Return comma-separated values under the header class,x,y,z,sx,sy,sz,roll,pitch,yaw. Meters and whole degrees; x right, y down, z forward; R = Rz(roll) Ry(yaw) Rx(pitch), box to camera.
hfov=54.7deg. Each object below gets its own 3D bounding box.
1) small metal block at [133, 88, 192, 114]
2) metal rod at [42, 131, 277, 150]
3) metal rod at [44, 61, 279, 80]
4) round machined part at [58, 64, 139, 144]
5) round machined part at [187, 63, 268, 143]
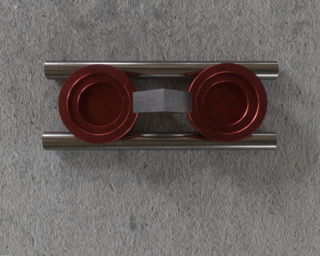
class,x,y,z,sx,sy,sz,roll,pitch,yaw
small metal block,0.003,-0.030,0.372,0.050,0.050,0.025,0,89,43
metal rod,0.000,0.017,0.411,0.302,0.025,0.025,0,90,0
metal rod,0.002,-0.077,0.411,0.302,0.025,0.025,0,90,0
round machined part,-0.075,-0.030,0.398,0.099,0.042,0.097,0,90,0
round machined part,0.082,-0.031,0.398,0.099,0.042,0.097,0,90,0
